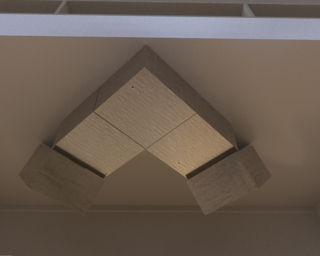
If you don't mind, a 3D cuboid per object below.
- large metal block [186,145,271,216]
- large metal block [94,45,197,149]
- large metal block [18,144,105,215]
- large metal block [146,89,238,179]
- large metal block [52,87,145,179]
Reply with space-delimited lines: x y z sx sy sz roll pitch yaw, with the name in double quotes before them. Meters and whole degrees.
"large metal block" 0.095 0.069 0.422 0.080 0.050 0.080 -36 165 26
"large metal block" -0.016 -0.033 0.361 0.080 0.050 0.080 -36 122 26
"large metal block" -0.134 0.068 0.418 0.080 0.050 0.080 38 163 -28
"large metal block" 0.040 0.010 0.399 0.080 0.050 0.080 -36 122 26
"large metal block" -0.075 0.009 0.397 0.080 0.050 0.080 -36 122 26
